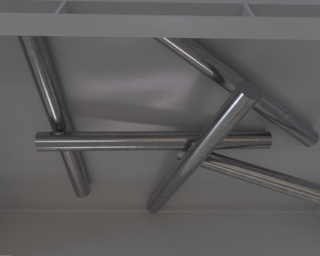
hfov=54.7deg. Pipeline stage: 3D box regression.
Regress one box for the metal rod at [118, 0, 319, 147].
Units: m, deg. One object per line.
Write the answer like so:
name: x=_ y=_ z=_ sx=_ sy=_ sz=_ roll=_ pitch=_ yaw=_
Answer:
metal rod: x=0.086 y=-0.054 z=0.363 sx=0.301 sy=0.025 sz=0.025 roll=30 pitch=124 yaw=-23

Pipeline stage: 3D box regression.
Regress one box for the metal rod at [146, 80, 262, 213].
metal rod: x=0.038 y=0.048 z=0.408 sx=0.025 sy=0.025 sz=0.298 roll=15 pitch=141 yaw=-13

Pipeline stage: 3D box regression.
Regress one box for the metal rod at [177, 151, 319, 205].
metal rod: x=0.165 y=0.073 z=0.388 sx=0.301 sy=0.025 sz=0.025 roll=16 pitch=134 yaw=21

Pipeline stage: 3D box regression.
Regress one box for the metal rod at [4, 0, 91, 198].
metal rod: x=-0.130 y=-0.013 z=0.396 sx=0.025 sy=0.025 sz=0.298 roll=-2 pitch=130 yaw=2

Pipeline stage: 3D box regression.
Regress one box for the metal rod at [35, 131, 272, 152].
metal rod: x=-0.002 y=0.017 z=0.404 sx=0.302 sy=0.025 sz=0.025 roll=0 pitch=131 yaw=-8
